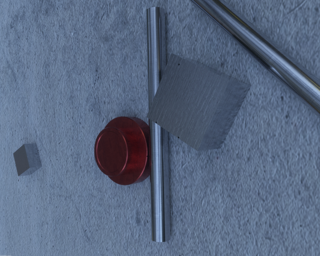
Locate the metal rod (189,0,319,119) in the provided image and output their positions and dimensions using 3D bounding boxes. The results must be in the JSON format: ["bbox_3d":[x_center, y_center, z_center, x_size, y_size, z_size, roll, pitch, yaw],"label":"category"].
[{"bbox_3d":[0.123,-0.057,0.302,0.025,0.025,0.300,-52,60,27],"label":"metal rod"}]

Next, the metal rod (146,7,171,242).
[{"bbox_3d":[-0.002,-0.005,0.404,0.025,0.025,0.298,-2,89,39],"label":"metal rod"}]

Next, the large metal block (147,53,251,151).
[{"bbox_3d":[0.042,-0.030,0.353,0.080,0.050,0.079,34,111,34],"label":"large metal block"}]

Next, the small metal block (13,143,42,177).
[{"bbox_3d":[-0.266,0.064,0.620,0.050,0.025,0.050,-31,71,35],"label":"small metal block"}]

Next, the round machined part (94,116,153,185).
[{"bbox_3d":[-0.055,0.032,0.437,0.098,0.042,0.097,0,90,39],"label":"round machined part"}]
